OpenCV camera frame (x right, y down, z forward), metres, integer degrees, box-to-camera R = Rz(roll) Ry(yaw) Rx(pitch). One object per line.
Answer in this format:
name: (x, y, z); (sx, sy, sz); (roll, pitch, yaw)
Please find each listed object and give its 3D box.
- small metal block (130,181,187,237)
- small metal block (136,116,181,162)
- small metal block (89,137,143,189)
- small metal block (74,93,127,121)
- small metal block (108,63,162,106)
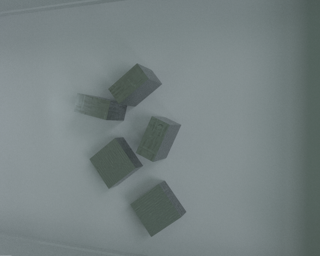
small metal block: (-0.002, 0.106, 0.410); (0.050, 0.025, 0.050); (-38, 78, 15)
small metal block: (-0.001, 0.013, 0.397); (0.025, 0.050, 0.050); (26, 99, 18)
small metal block: (-0.061, 0.048, 0.431); (0.050, 0.025, 0.050); (-39, 78, 15)
small metal block: (-0.080, -0.028, 0.424); (0.050, 0.050, 0.025); (15, 95, 19)
small metal block: (-0.031, -0.055, 0.407); (0.050, 0.050, 0.025); (-39, 78, 16)
